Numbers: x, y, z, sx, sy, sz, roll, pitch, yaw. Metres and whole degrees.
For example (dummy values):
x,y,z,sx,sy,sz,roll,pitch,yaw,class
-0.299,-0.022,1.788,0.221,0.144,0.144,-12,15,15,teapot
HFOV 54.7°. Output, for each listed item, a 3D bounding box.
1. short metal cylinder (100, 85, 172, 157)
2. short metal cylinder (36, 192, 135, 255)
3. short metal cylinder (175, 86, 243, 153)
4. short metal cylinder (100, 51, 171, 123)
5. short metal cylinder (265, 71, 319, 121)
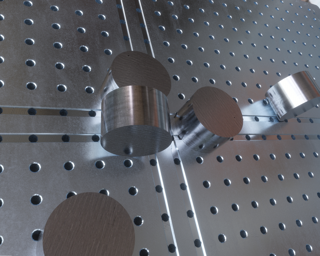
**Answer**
x,y,z,sx,sy,sz,roll,pitch,yaw,class
-0.028,-0.005,0.361,0.081,0.080,0.050,9,58,-24,short metal cylinder
-0.070,0.106,0.289,0.081,0.050,0.080,14,56,-21,short metal cylinder
0.068,-0.011,0.435,0.081,0.050,0.080,14,56,-21,short metal cylinder
-0.032,-0.054,0.407,0.081,0.050,0.080,14,56,-21,short metal cylinder
0.229,-0.053,0.528,0.081,0.080,0.050,-11,68,-33,short metal cylinder
